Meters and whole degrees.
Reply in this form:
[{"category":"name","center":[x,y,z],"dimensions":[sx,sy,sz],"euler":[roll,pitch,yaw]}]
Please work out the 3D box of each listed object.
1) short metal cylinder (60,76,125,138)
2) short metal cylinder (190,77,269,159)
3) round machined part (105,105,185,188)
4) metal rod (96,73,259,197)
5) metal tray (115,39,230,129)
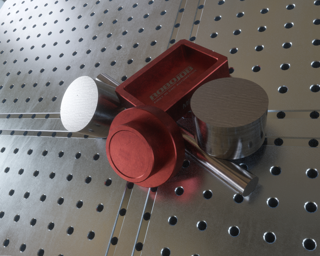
[{"category":"short metal cylinder","center":[-0.097,-0.029,0.446],"dimensions":[0.080,0.050,0.080],"euler":[-11,72,36]},{"category":"short metal cylinder","center":[0.077,-0.012,0.344],"dimensions":[0.080,0.050,0.080],"euler":[-7,45,7]},{"category":"round machined part","center":[-0.024,0.025,0.360],"dimensions":[0.098,0.042,0.097],"euler":[11,110,31]},{"category":"metal rod","center":[0.000,-0.009,0.414],"dimensions":[0.025,0.025,0.300],"euler":[-49,51,-6]},{"category":"metal tray","center":[0.017,-0.061,0.415],"dimensions":[0.131,0.030,0.090],"euler":[-40,50,-17]}]
